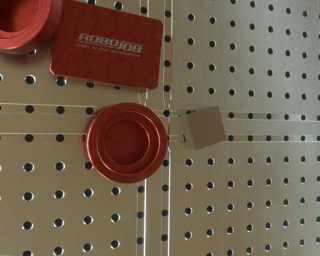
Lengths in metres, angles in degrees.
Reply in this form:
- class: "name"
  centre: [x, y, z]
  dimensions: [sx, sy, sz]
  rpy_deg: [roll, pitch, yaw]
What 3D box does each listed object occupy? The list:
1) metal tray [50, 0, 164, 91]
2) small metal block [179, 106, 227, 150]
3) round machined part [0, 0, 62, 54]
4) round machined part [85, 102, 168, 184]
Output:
- class: "metal tray"
  centre: [-0.065, -0.099, 0.387]
  dimensions: [0.131, 0.030, 0.089]
  rpy_deg: [6, 88, -20]
- class: "small metal block"
  centre: [0.061, -0.001, 0.436]
  dimensions: [0.050, 0.025, 0.050]
  rpy_deg: [-17, 96, -20]
- class: "round machined part"
  centre: [-0.152, -0.127, 0.333]
  dimensions: [0.099, 0.042, 0.097]
  rpy_deg: [0, 87, 8]
- class: "round machined part"
  centre: [-0.044, 0.018, 0.388]
  dimensions: [0.099, 0.042, 0.097]
  rpy_deg: [0, 90, -21]
